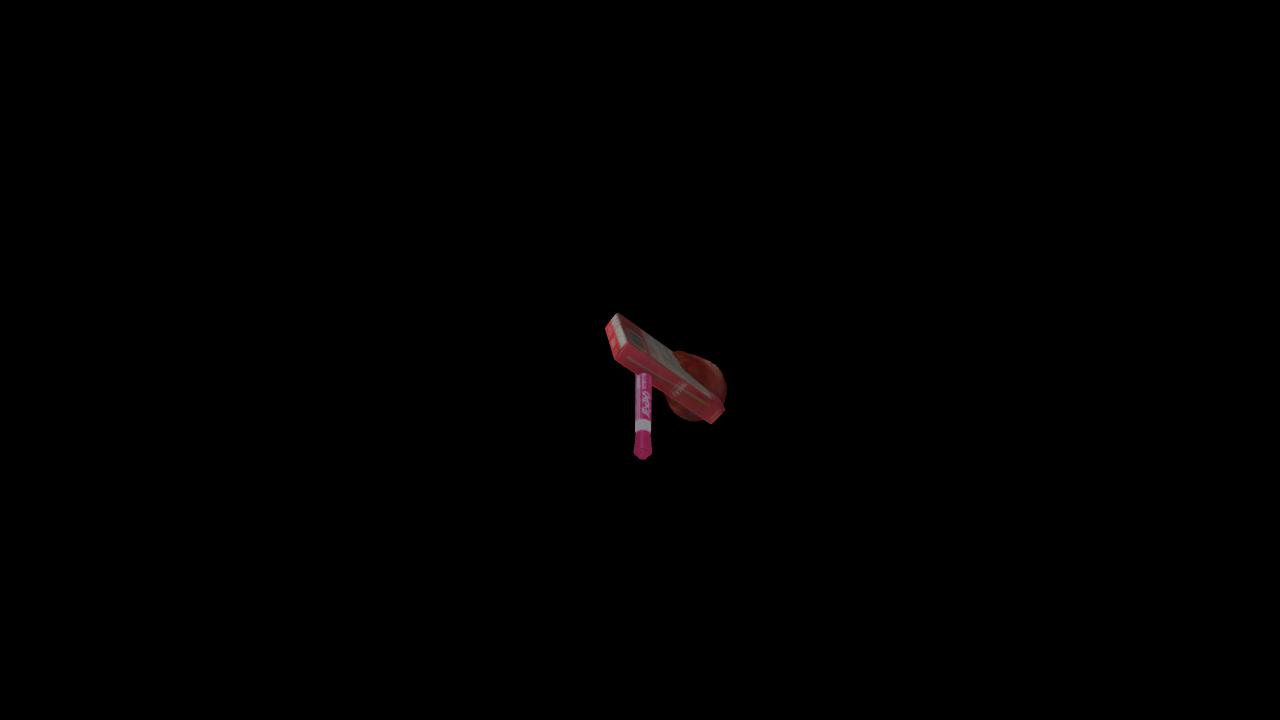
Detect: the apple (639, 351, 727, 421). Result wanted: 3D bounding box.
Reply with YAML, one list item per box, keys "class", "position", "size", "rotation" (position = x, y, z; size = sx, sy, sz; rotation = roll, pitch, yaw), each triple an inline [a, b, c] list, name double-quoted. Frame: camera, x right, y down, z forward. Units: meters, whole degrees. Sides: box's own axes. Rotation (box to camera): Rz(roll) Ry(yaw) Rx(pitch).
- class: "apple"
  position: [0.064, 0.033, 0.766]
  size: [0.079, 0.079, 0.093]
  rotation: [0, -36, 44]

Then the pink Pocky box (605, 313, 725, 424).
- class: "pink Pocky box"
  position: [0.029, 0.010, 0.728]
  size: [0.155, 0.029, 0.084]
  rotation: [34, 17, -25]

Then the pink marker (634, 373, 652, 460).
- class: "pink marker"
  position: [0.004, 0.052, 0.657]
  size: [0.020, 0.121, 0.020]
  rotation: [0, -41, 0]
